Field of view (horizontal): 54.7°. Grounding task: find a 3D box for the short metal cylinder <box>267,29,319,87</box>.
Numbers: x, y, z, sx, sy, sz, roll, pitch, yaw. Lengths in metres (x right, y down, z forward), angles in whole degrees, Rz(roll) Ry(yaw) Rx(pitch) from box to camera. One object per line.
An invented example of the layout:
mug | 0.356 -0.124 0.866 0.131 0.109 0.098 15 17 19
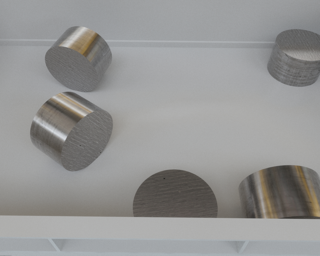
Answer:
short metal cylinder | 0.215 -0.110 0.482 0.080 0.050 0.080 0 50 0

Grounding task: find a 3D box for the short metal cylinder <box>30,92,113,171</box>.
short metal cylinder | -0.102 0.004 0.365 0.050 0.080 0.080 30 56 22

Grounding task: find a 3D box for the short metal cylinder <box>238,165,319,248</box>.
short metal cylinder | 0.122 0.079 0.304 0.080 0.080 0.050 1 50 0

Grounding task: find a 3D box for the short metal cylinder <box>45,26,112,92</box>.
short metal cylinder | -0.117 -0.099 0.452 0.080 0.080 0.050 13 51 11

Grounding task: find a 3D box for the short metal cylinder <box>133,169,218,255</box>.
short metal cylinder | 0.015 0.089 0.314 0.081 0.050 0.080 0 50 0
